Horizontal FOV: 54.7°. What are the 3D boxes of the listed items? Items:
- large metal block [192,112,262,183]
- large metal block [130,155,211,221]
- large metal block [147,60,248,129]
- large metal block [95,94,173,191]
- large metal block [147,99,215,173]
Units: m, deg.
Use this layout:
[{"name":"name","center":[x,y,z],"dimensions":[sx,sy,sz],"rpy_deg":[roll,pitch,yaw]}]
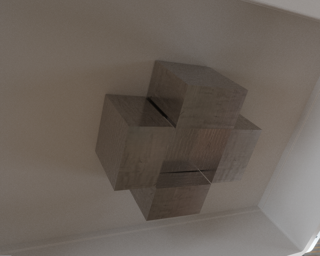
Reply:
[{"name":"large metal block","center":[0.081,0.018,0.427],"dimensions":[0.050,0.080,0.079],"rpy_deg":[1,118,-29]},{"name":"large metal block","center":[0.008,0.074,0.421],"dimensions":[0.081,0.080,0.050],"rpy_deg":[2,118,-29]},{"name":"large metal block","center":[0.041,-0.040,0.368],"dimensions":[0.081,0.080,0.050],"rpy_deg":[1,118,-29]},{"name":"large metal block","center":[-0.035,0.014,0.362],"dimensions":[0.050,0.080,0.079],"rpy_deg":[1,118,-29]},{"name":"large metal block","center":[0.019,0.010,0.406],"dimensions":[0.081,0.050,0.079],"rpy_deg":[1,118,-29]}]
